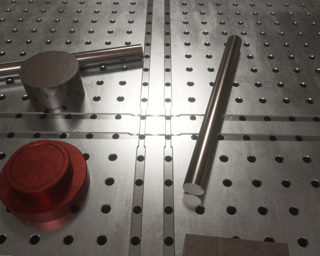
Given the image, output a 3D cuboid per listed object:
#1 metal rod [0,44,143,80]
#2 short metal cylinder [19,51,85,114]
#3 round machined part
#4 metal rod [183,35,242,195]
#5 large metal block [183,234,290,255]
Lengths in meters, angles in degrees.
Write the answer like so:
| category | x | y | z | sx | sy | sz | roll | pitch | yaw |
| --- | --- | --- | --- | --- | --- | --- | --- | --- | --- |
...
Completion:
| category | x | y | z | sx | sy | sz | roll | pitch | yaw |
| --- | --- | --- | --- | --- | --- | --- | --- | --- | --- |
| metal rod | -0.177 | -0.100 | 0.489 | 0.302 | 0.025 | 0.025 | -10 | 51 | -9 |
| short metal cylinder | -0.153 | -0.067 | 0.445 | 0.081 | 0.050 | 0.080 | 0 | 50 | 0 |
| round machined part | -0.133 | 0.052 | 0.351 | 0.099 | 0.042 | 0.098 | 0 | 50 | 0 |
| metal rod | 0.083 | -0.040 | 0.442 | 0.025 | 0.025 | 0.300 | 14 | 51 | 11 |
| large metal block | 0.058 | 0.133 | 0.261 | 0.080 | 0.080 | 0.050 | 5 | 50 | 3 |
